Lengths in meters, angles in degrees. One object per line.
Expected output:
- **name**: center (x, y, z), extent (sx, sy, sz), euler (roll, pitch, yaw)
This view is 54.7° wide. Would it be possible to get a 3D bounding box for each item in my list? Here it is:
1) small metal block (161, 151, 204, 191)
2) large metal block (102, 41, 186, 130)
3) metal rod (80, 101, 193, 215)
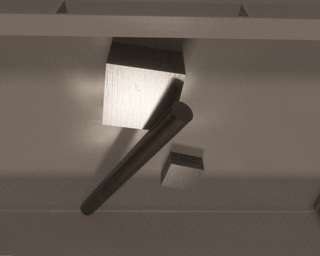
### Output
- **small metal block**: center (0.033, 0.066, 0.466), extent (0.050, 0.025, 0.050), euler (12, 129, -11)
- **large metal block**: center (-0.020, -0.045, 0.354), extent (0.081, 0.050, 0.079), euler (7, 130, -7)
- **metal rod**: center (-0.050, 0.060, 0.418), extent (0.025, 0.025, 0.298), euler (23, 139, -19)
